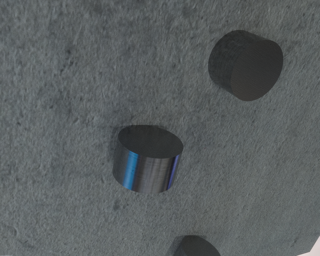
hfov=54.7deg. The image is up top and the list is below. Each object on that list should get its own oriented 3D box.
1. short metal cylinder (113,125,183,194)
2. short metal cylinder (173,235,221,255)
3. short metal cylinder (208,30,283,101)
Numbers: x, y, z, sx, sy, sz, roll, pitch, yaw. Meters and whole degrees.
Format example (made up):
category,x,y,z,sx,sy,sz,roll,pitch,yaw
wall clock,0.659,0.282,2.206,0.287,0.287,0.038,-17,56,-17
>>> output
category,x,y,z,sx,sy,sz,roll,pitch,yaw
short metal cylinder,-0.016,0.037,0.387,0.081,0.080,0.050,-2,119,-28
short metal cylinder,0.065,0.242,0.559,0.081,0.080,0.050,13,112,-34
short metal cylinder,0.111,-0.081,0.403,0.081,0.050,0.079,-14,125,-21
